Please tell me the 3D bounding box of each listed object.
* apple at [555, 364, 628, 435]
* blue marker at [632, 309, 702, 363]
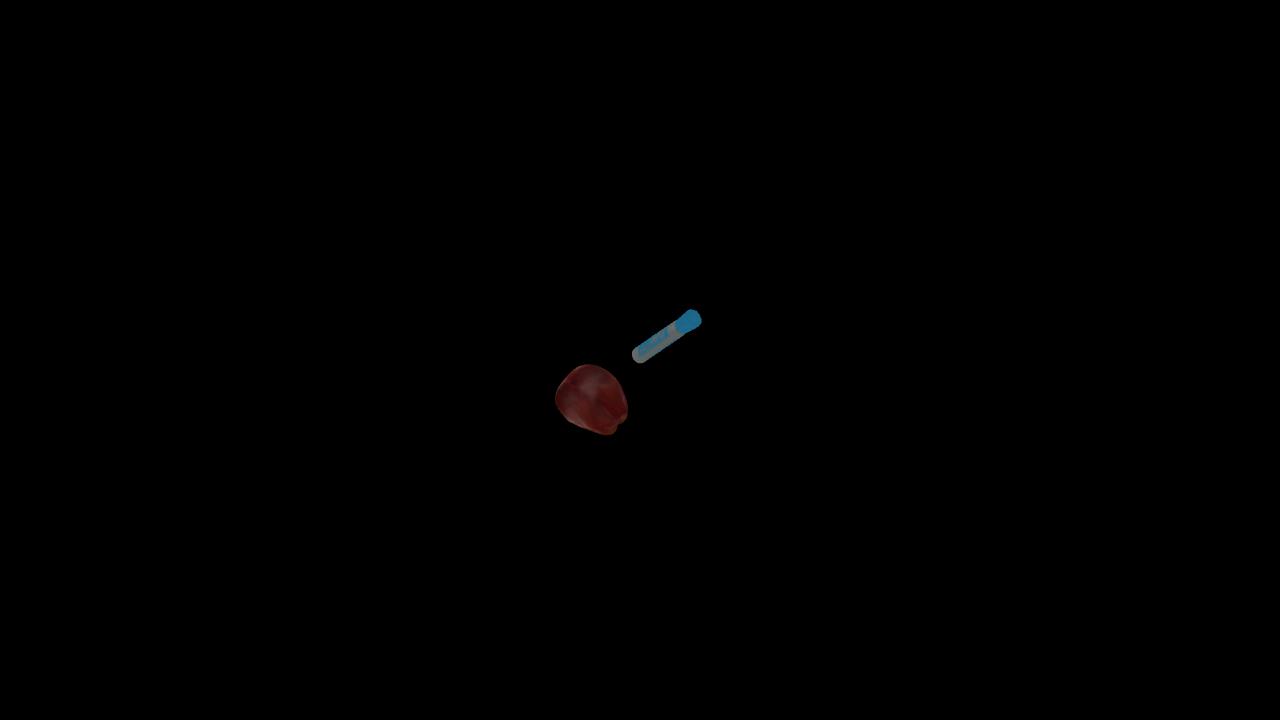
[{"bbox_3d":[-0.059,0.049,0.768,0.093,0.079,0.079,40,12,15],"label":"apple"},{"bbox_3d":[0.026,-0.023,0.633,0.020,0.020,0.121,0,-18,-29],"label":"blue marker"}]
